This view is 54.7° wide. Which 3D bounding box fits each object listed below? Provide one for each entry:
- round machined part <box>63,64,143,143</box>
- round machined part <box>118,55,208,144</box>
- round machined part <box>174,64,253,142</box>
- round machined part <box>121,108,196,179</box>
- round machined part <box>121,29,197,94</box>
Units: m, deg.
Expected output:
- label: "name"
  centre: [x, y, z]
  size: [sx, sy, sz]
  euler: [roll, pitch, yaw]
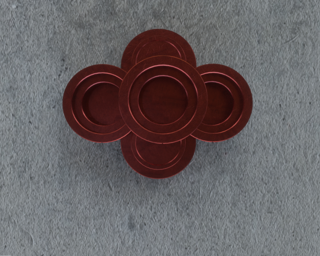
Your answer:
- label: "round machined part"
  centre: [-0.071, -0.030, 0.402]
  size: [0.099, 0.042, 0.097]
  euler: [0, 90, -1]
- label: "round machined part"
  centre: [0.003, -0.031, 0.360]
  size: [0.099, 0.042, 0.097]
  euler: [0, 90, -1]
- label: "round machined part"
  centre: [0.066, -0.031, 0.403]
  size: [0.099, 0.042, 0.097]
  euler: [0, 90, -1]
- label: "round machined part"
  centre: [-0.002, 0.018, 0.402]
  size: [0.099, 0.042, 0.097]
  euler: [0, 90, -1]
- label: "round machined part"
  centre: [-0.001, -0.081, 0.402]
  size: [0.099, 0.042, 0.097]
  euler: [0, 90, -1]
